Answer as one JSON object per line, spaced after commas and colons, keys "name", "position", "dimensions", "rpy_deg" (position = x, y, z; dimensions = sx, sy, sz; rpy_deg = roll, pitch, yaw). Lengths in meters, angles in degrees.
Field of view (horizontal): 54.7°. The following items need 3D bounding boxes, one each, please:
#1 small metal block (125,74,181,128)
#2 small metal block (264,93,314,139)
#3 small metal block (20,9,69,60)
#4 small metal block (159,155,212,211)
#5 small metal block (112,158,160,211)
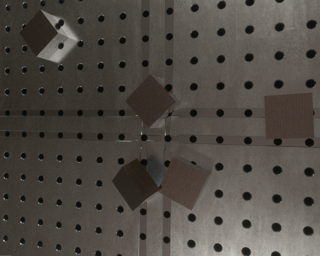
{"name": "small metal block", "position": [-0.009, -0.035, 0.415], "dimensions": [0.050, 0.025, 0.050], "rpy_deg": [-45, 77, 14]}
{"name": "small metal block", "position": [0.149, -0.013, 0.360], "dimensions": [0.050, 0.025, 0.050], "rpy_deg": [-3, 89, 19]}
{"name": "small metal block", "position": [-0.177, -0.142, 0.473], "dimensions": [0.050, 0.025, 0.050], "rpy_deg": [-41, 78, 15]}
{"name": "small metal block", "position": [0.032, 0.070, 0.401], "dimensions": [0.050, 0.025, 0.050], "rpy_deg": [26, 98, 17]}
{"name": "small metal block", "position": [-0.033, 0.076, 0.410], "dimensions": [0.050, 0.025, 0.050], "rpy_deg": [53, 143, 12]}
